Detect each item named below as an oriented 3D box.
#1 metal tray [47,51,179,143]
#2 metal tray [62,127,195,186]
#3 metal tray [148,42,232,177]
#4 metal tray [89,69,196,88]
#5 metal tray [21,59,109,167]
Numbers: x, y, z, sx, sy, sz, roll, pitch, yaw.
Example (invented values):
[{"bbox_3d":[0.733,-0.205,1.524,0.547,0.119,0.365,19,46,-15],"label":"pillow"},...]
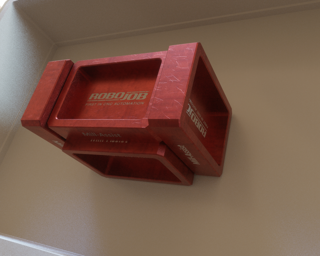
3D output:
[{"bbox_3d":[-0.049,-0.033,0.330,0.130,0.030,0.090,1,62,28],"label":"metal tray"},{"bbox_3d":[-0.034,0.033,0.358,0.130,0.090,0.030,0,62,28],"label":"metal tray"},{"bbox_3d":[0.039,-0.013,0.323,0.030,0.130,0.090,1,63,29],"label":"metal tray"},{"bbox_3d":[-0.013,-0.046,0.395,0.130,0.090,0.030,0,63,29],"label":"metal tray"},{"bbox_3d":[-0.103,-0.014,0.399,0.030,0.130,0.090,1,63,29],"label":"metal tray"}]
